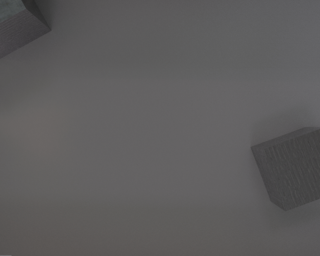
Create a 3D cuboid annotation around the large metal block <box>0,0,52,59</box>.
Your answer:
[{"bbox_3d":[-0.196,-0.135,0.382,0.080,0.080,0.050,-29,90,0],"label":"large metal block"}]

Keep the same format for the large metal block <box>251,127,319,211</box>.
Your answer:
[{"bbox_3d":[0.176,0.050,0.400,0.080,0.050,0.080,-20,90,0],"label":"large metal block"}]
